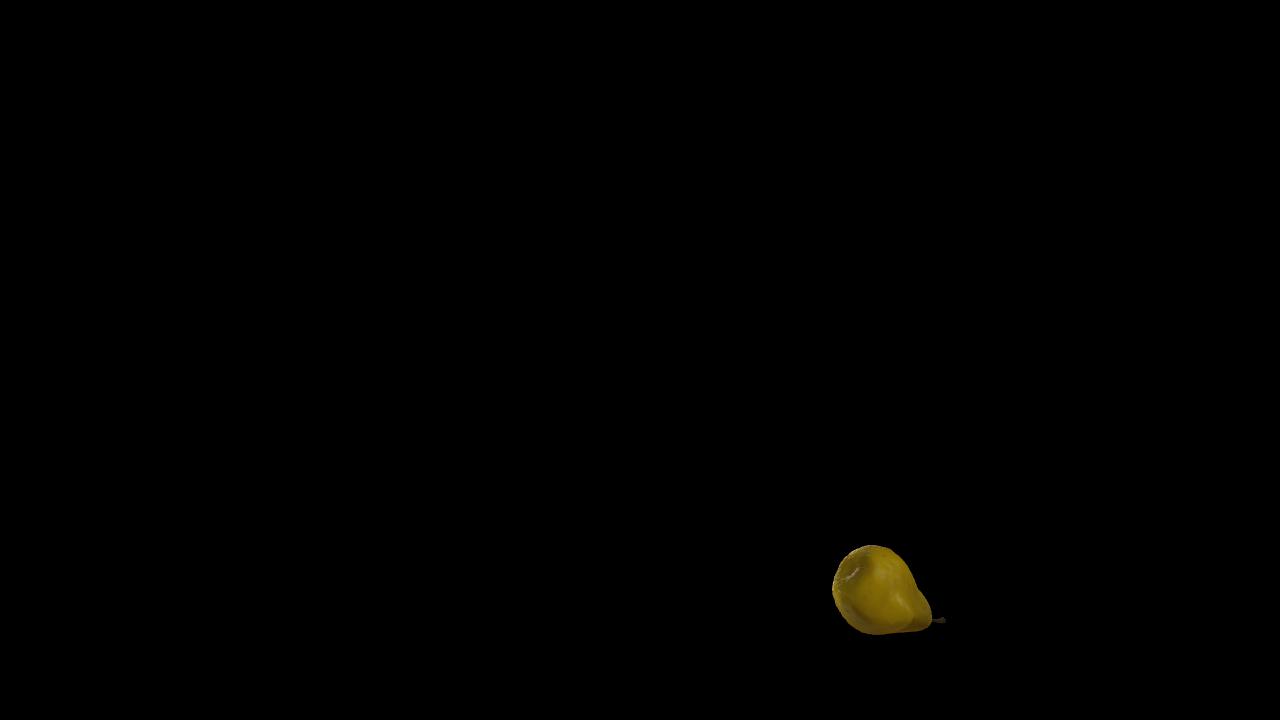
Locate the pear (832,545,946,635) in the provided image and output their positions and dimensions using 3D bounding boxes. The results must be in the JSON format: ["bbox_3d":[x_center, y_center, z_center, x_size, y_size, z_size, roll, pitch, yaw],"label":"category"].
[{"bbox_3d":[0.238,0.231,0.581,0.111,0.080,0.080,40,-3,-4],"label":"pear"}]
